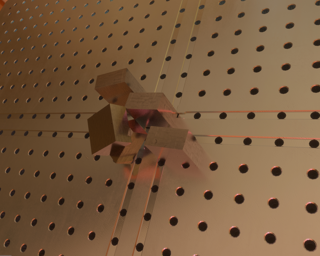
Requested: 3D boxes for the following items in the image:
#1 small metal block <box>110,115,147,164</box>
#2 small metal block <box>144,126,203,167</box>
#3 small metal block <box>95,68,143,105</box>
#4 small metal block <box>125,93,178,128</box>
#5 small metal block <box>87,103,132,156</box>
[{"bbox_3d":[-0.050,0.013,0.415,0.050,0.025,0.050,46,114,39],"label":"small metal block"},{"bbox_3d":[0.017,0.022,0.370,0.050,0.050,0.025,5,65,31],"label":"small metal block"},{"bbox_3d":[-0.060,-0.059,0.461,0.050,0.050,0.025,-10,58,23],"label":"small metal block"},{"bbox_3d":[-0.011,-0.023,0.413,0.050,0.050,0.025,4,64,30],"label":"small metal block"},{"bbox_3d":[-0.066,0.003,0.397,0.050,0.025,0.050,-28,64,38],"label":"small metal block"}]
